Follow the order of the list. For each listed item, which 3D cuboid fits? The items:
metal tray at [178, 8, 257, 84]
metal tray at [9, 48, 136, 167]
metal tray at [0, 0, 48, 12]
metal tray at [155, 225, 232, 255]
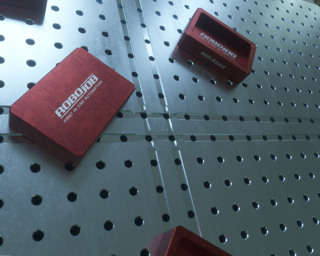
[{"bbox_3d":[0.104,-0.147,0.549,0.130,0.030,0.090,30,52,-9],"label":"metal tray"},{"bbox_3d":[-0.099,-0.030,0.370,0.090,0.030,0.130,35,51,-5],"label":"metal tray"},{"bbox_3d":[-0.204,-0.229,0.434,0.091,0.030,0.130,6,59,-25],"label":"metal tray"},{"bbox_3d":[0.051,0.175,0.325,0.130,0.030,0.090,32,52,-7],"label":"metal tray"}]
